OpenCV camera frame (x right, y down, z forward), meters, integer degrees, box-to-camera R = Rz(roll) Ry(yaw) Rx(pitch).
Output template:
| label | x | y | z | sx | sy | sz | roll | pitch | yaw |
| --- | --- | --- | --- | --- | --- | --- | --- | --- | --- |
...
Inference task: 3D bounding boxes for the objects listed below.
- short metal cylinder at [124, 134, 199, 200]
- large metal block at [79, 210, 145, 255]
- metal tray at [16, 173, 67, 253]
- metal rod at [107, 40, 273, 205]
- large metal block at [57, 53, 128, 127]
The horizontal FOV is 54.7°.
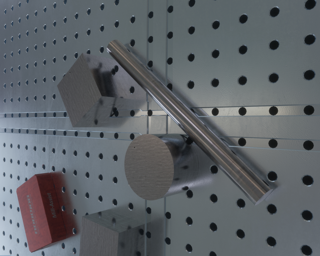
| label | x | y | z | sx | sy | sz | roll | pitch | yaw |
| --- | --- | --- | --- | --- | --- | --- | --- | --- | --- |
| short metal cylinder | 0.001 | 0.047 | 0.392 | 0.080 | 0.050 | 0.080 | 0 | 90 | 40 |
| large metal block | -0.071 | 0.174 | 0.452 | 0.080 | 0.050 | 0.079 | 7 | 94 | 40 |
| metal tray | -0.231 | 0.163 | 0.597 | 0.090 | 0.030 | 0.130 | -33 | 70 | 35 |
| metal rod | 0.019 | -0.025 | 0.393 | 0.300 | 0.025 | 0.025 | 48 | 118 | 29 |
| large metal block | -0.107 | -0.056 | 0.482 | 0.080 | 0.050 | 0.080 | -40 | 66 | 33 |
